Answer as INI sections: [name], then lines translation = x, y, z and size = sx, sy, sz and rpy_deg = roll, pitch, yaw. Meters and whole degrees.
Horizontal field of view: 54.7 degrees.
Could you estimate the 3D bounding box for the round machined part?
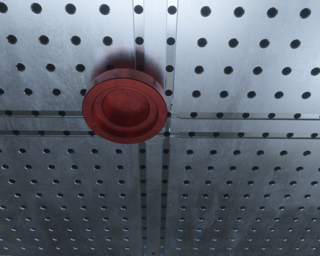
[round machined part]
translation = -0.041, -0.030, 0.375
size = 0.099, 0.042, 0.097
rpy_deg = -1, 130, 0
